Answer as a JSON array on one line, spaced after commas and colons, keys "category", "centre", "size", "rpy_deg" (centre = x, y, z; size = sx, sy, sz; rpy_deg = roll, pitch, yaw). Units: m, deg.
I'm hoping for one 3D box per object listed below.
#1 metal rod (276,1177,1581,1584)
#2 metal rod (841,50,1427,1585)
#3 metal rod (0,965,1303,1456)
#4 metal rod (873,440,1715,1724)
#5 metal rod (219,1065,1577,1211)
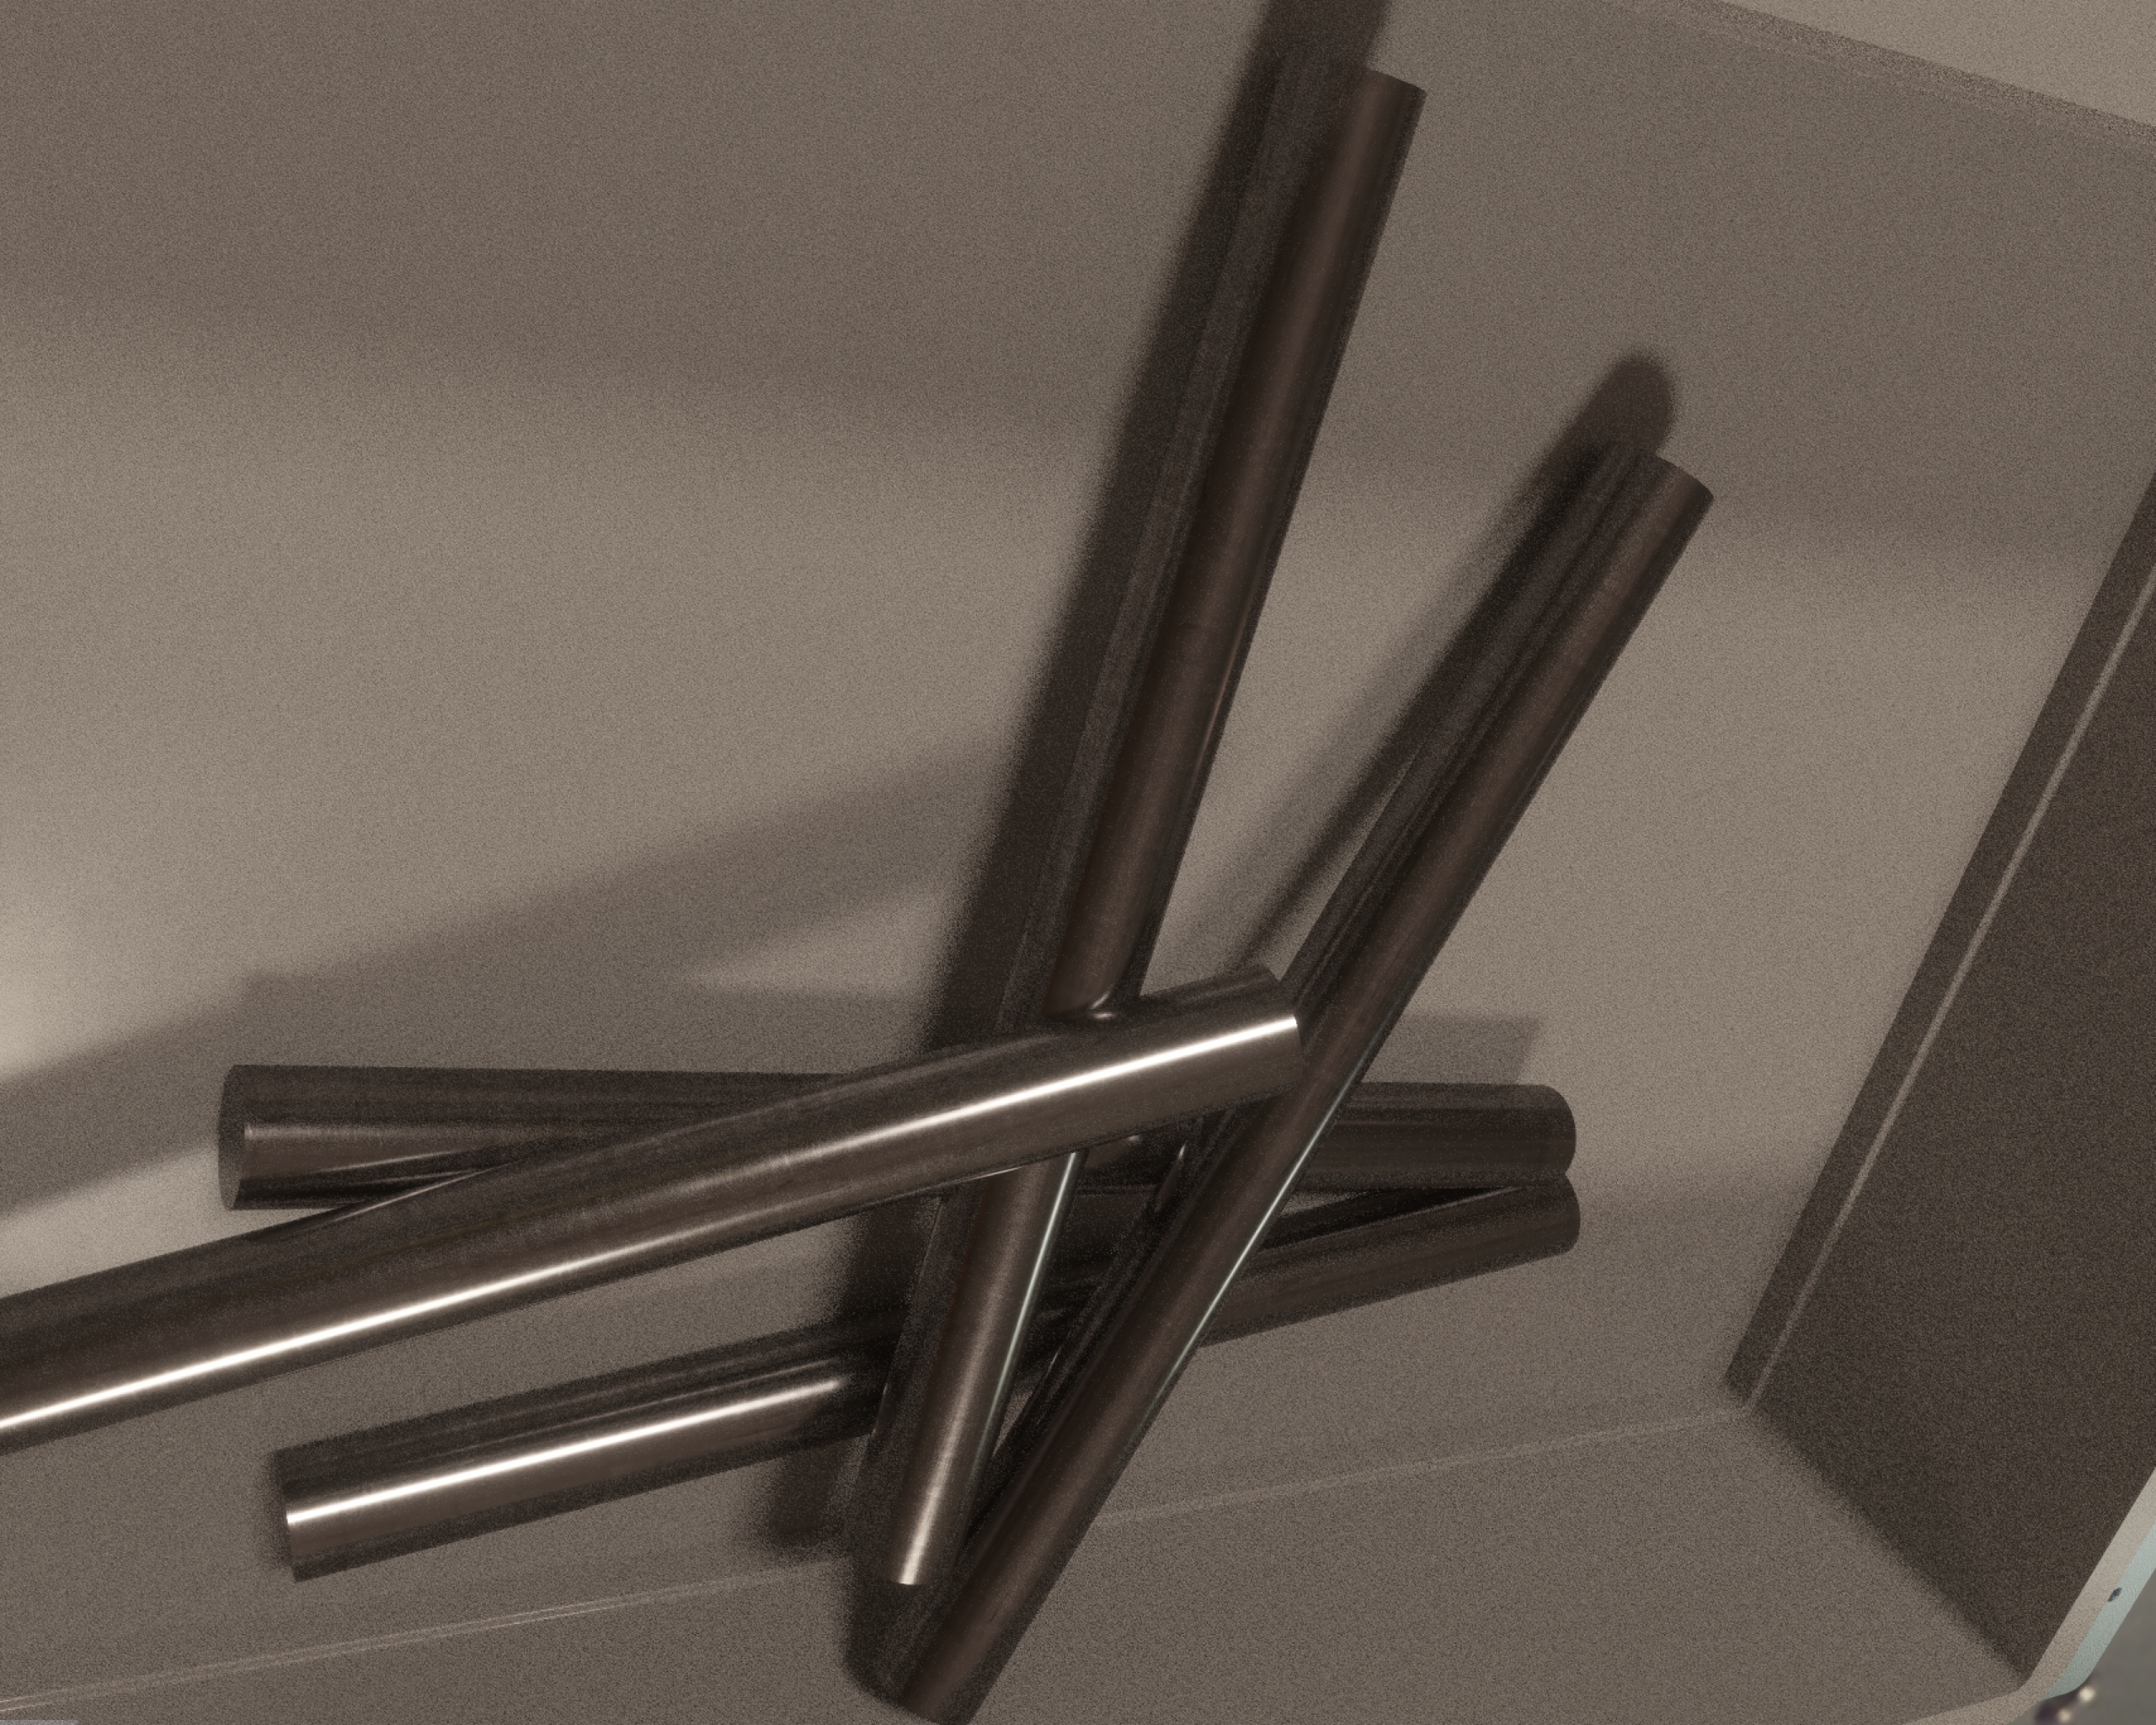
[{"category": "metal rod", "centre": [-0.017, 0.107, 0.465], "size": [0.303, 0.025, 0.025], "rpy_deg": [-8, 122, -25]}, {"category": "metal rod", "centre": [0.005, 0.004, 0.391], "size": [0.025, 0.025, 0.298], "rpy_deg": [7, 109, -32]}, {"category": "metal rod", "centre": [-0.104, 0.066, 0.359], "size": [0.302, 0.025, 0.025], "rpy_deg": [-14, 125, -15]}, {"category": "metal rod", "centre": [0.043, 0.049, 0.436], "size": [0.025, 0.025, 0.299], "rpy_deg": [27, 95, -38]}, {"category": "metal rod", "centre": [-0.016, 0.057, 0.435], "size": [0.302, 0.025, 0.025], "rpy_deg": [4, 116, -31]}]
